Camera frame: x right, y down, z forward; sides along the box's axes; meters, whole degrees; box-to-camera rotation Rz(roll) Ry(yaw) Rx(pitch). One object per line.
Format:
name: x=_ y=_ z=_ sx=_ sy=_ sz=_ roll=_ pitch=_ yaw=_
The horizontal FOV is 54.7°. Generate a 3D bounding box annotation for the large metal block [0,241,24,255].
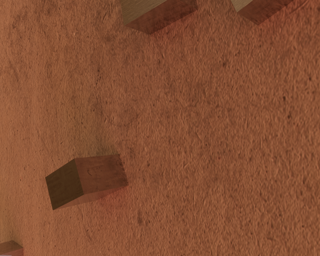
large metal block: x=-0.340 y=0.294 z=0.650 sx=0.050 sy=0.081 sz=0.079 roll=7 pitch=95 yaw=40

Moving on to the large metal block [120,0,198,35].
large metal block: x=-0.006 y=-0.177 z=0.393 sx=0.080 sy=0.050 sz=0.080 roll=-15 pitch=81 yaw=39

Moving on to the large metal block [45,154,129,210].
large metal block: x=-0.108 y=0.079 z=0.458 sx=0.080 sy=0.081 sz=0.050 roll=-31 pitch=71 yaw=36

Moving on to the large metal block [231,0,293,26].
large metal block: x=0.104 y=-0.163 z=0.303 sx=0.080 sy=0.050 sz=0.080 roll=-32 pitch=70 yaw=35
